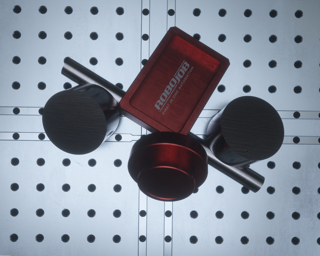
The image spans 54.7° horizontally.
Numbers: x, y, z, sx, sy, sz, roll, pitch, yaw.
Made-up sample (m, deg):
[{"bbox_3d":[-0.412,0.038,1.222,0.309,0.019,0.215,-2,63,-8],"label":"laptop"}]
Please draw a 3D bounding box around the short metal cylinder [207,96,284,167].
[{"bbox_3d":[0.105,0.006,0.390,0.081,0.050,0.080,3,73,-10],"label":"short metal cylinder"}]

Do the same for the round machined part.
[{"bbox_3d":[0.009,0.054,0.378,0.099,0.042,0.097,4,133,4],"label":"round machined part"}]

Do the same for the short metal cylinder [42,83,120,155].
[{"bbox_3d":[-0.097,-0.013,0.388,0.080,0.050,0.079,3,107,9],"label":"short metal cylinder"}]

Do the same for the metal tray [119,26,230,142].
[{"bbox_3d":[0.019,-0.054,0.396,0.090,0.030,0.130,32,77,0],"label":"metal tray"}]

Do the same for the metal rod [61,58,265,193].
[{"bbox_3d":[0.004,-0.003,0.413,0.301,0.025,0.025,32,90,0],"label":"metal rod"}]
